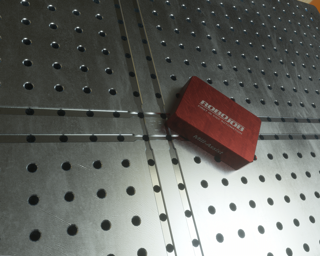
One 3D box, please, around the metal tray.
[{"bbox_3d":[0.083,-0.009,0.457,0.130,0.030,0.090,32,51,-8],"label":"metal tray"}]
